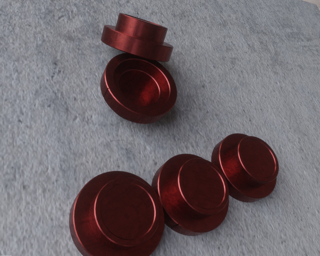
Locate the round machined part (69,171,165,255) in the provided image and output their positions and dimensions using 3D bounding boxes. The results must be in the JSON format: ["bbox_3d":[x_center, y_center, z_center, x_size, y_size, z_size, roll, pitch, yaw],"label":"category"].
[{"bbox_3d":[-0.039,0.090,0.318,0.099,0.042,0.098,14,56,-21],"label":"round machined part"}]

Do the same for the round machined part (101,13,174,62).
[{"bbox_3d":[-0.028,-0.127,0.426,0.099,0.042,0.098,16,19,-6],"label":"round machined part"}]

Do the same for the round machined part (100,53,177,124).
[{"bbox_3d":[-0.031,-0.047,0.407,0.099,0.042,0.098,14,56,-21],"label":"round machined part"}]

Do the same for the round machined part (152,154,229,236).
[{"bbox_3d":[0.043,0.075,0.372,0.099,0.042,0.098,14,56,-21],"label":"round machined part"}]

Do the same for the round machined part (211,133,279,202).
[{"bbox_3d":[0.125,0.050,0.432,0.099,0.042,0.098,14,56,-21],"label":"round machined part"}]
